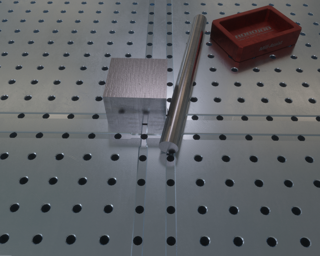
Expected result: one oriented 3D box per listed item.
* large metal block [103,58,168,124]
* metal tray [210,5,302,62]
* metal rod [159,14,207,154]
[{"bbox_3d":[-0.031,-0.053,0.436,0.080,0.050,0.080,2,50,1],"label":"large metal block"},{"bbox_3d":[0.167,-0.170,0.547,0.131,0.030,0.090,-20,53,-16],"label":"metal tray"},{"bbox_3d":[0.043,-0.088,0.481,0.025,0.025,0.300,10,51,8],"label":"metal rod"}]
